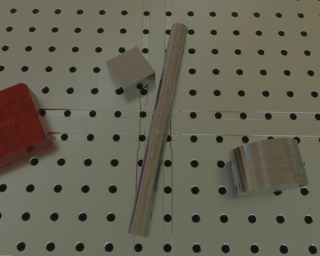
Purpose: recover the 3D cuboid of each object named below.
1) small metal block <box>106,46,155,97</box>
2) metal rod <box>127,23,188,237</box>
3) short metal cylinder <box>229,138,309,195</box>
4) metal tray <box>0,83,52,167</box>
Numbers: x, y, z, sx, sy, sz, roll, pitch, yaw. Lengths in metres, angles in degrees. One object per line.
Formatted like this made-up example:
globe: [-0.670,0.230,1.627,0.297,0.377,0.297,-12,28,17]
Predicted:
small metal block: [-0.041,-0.080,0.441,0.050,0.025,0.050,-30,73,-11]
metal rod: [0.002,-0.012,0.416,0.025,0.025,0.299,10,70,3]
short metal cylinder: [0.127,0.048,0.367,0.081,0.080,0.050,-6,70,-3]
metal tray: [-0.221,0.006,0.404,0.131,0.030,0.090,-24,72,-9]
